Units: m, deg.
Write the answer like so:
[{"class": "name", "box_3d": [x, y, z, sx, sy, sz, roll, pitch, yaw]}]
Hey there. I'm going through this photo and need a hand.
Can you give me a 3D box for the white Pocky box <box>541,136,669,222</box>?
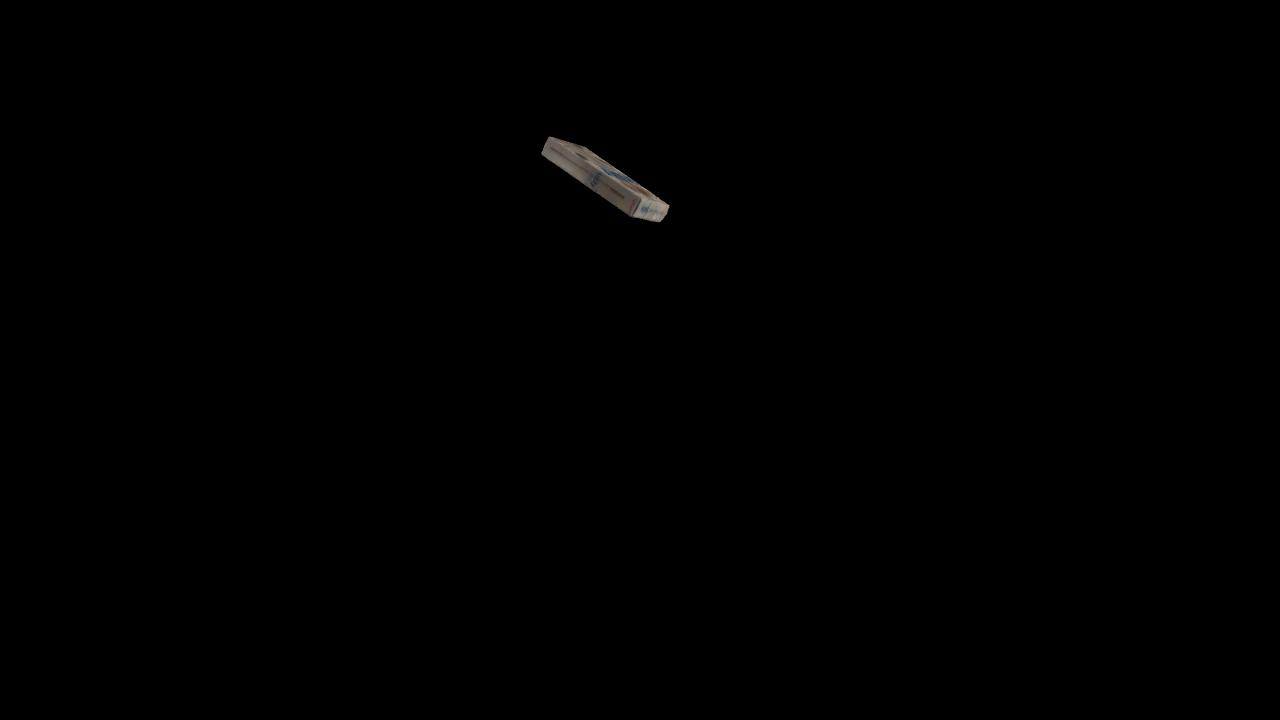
[{"class": "white Pocky box", "box_3d": [-0.043, -0.225, 0.768, 0.154, 0.028, 0.084, 38, 22, 18]}]
